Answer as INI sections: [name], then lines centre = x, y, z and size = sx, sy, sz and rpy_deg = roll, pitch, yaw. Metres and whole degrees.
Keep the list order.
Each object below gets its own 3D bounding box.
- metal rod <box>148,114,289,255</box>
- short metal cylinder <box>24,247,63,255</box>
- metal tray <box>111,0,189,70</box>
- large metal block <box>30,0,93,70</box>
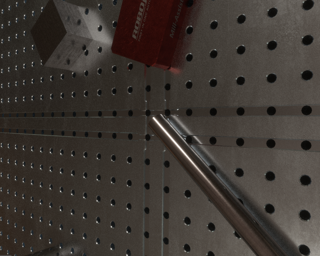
[metal rod]
centre = 0.081, 0.091, 0.341
size = 0.300, 0.025, 0.025
rpy_deg = 49, 119, 28
[short metal cylinder]
centre = -0.214, 0.266, 0.566
size = 0.080, 0.050, 0.079
rpy_deg = 0, 90, 39
[metal tray]
centre = -0.012, -0.153, 0.414
size = 0.090, 0.030, 0.129
rpy_deg = 26, 106, 36
[large metal block]
centre = -0.170, -0.159, 0.530
size = 0.080, 0.050, 0.080
rpy_deg = -40, 66, 32
